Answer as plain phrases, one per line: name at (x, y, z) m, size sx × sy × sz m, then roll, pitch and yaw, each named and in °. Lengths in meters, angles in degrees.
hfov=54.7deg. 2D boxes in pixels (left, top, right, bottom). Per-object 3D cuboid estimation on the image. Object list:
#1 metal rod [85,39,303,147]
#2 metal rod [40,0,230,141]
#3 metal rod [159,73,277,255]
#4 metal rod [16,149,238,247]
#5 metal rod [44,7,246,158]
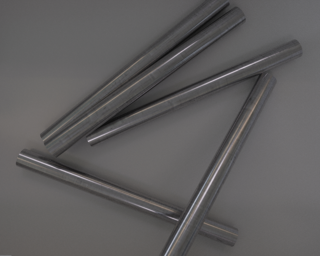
metal rod at (0.044, -0.046, 0.411) m, size 0.301 × 0.025 × 0.025 m, roll -23°, pitch 90°, yaw 0°
metal rod at (-0.033, -0.078, 0.410) m, size 0.300 × 0.025 × 0.025 m, roll -39°, pitch 90°, yaw 0°
metal rod at (0.067, 0.053, 0.361) m, size 0.025 × 0.025 × 0.300 m, roll 33°, pitch 69°, yaw 0°
metal rod at (-0.042, 0.092, 0.410) m, size 0.301 × 0.025 × 0.025 m, roll 21°, pitch 90°, yaw 0°
metal rod at (-0.015, -0.062, 0.399) m, size 0.301 × 0.025 × 0.025 m, roll -36°, pitch 90°, yaw -5°
